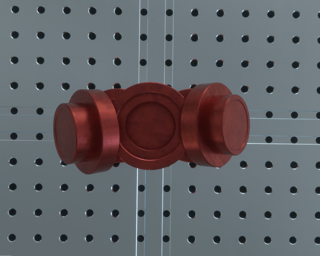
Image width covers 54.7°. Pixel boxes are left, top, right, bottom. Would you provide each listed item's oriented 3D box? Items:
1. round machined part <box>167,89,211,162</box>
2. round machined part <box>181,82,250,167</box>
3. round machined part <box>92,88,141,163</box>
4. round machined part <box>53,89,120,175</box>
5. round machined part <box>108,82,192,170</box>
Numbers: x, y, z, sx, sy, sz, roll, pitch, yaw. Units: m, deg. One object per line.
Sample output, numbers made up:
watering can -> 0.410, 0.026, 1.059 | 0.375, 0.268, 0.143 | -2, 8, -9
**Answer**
round machined part -> 0.043, -0.003, 0.405 | 0.099, 0.042, 0.097 | 0, 90, -1
round machined part -> 0.069, -0.004, 0.355 | 0.042, 0.099, 0.097 | 0, 90, 40
round machined part -> -0.055, -0.003, 0.404 | 0.099, 0.042, 0.097 | 0, 90, -1
round machined part -> -0.089, 0.005, 0.353 | 0.042, 0.098, 0.097 | -6, 90, -38
round machined part -> -0.011, -0.002, 0.362 | 0.099, 0.042, 0.097 | 0, 90, -1
